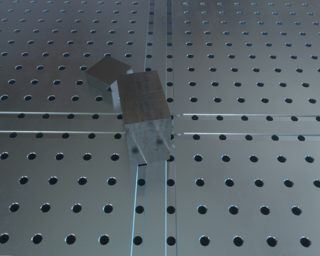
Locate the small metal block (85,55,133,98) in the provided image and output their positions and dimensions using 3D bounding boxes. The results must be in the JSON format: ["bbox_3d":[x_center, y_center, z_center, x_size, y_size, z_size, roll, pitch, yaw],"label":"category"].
[{"bbox_3d":[-0.077,-0.080,0.474,0.050,0.025,0.050,28,55,21],"label":"small metal block"}]

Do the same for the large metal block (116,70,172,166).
[{"bbox_3d":[-0.020,-0.012,0.382,0.050,0.080,0.080,-9,51,-7],"label":"large metal block"}]
